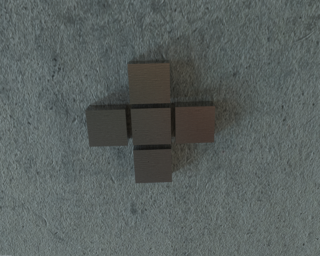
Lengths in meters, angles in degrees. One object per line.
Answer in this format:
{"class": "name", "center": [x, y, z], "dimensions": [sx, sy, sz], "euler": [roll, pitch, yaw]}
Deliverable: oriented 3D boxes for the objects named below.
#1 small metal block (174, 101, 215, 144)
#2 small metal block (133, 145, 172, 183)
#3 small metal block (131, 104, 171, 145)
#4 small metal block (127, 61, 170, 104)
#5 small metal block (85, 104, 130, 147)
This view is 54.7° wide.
{"class": "small metal block", "center": [0.045, -0.008, 0.409], "dimensions": [0.050, 0.025, 0.050], "euler": [-2, 110, 0]}
{"class": "small metal block", "center": [-0.009, 0.048, 0.429], "dimensions": [0.050, 0.025, 0.050], "euler": [-2, 110, 0]}
{"class": "small metal block", "center": [-0.011, -0.006, 0.409], "dimensions": [0.050, 0.025, 0.050], "euler": [-2, 110, 0]}
{"class": "small metal block", "center": [-0.013, -0.058, 0.390], "dimensions": [0.050, 0.025, 0.050], "euler": [-2, 110, 0]}
{"class": "small metal block", "center": [-0.068, -0.004, 0.409], "dimensions": [0.050, 0.025, 0.050], "euler": [-2, 110, 0]}
